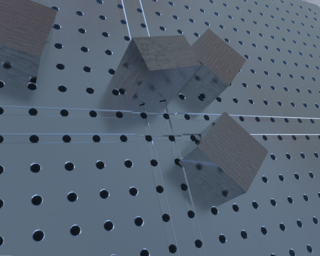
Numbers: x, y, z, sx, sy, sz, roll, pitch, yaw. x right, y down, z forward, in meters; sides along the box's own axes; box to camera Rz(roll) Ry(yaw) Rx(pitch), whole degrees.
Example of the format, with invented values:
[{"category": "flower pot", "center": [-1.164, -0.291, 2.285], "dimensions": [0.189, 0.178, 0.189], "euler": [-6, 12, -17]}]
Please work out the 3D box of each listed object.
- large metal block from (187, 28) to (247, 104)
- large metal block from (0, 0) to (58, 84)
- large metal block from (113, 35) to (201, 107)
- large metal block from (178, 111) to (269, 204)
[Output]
[{"category": "large metal block", "center": [0.079, -0.100, 0.495], "dimensions": [0.080, 0.050, 0.080], "euler": [40, 51, -1]}, {"category": "large metal block", "center": [-0.175, -0.109, 0.365], "dimensions": [0.080, 0.050, 0.080], "euler": [16, 55, -19]}, {"category": "large metal block", "center": [-0.006, -0.076, 0.415], "dimensions": [0.081, 0.080, 0.050], "euler": [-14, 69, -34]}, {"category": "large metal block", "center": [0.085, 0.039, 0.414], "dimensions": [0.080, 0.050, 0.080], "euler": [43, 51, 1]}]
